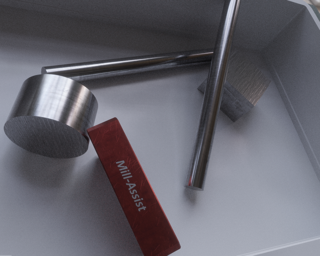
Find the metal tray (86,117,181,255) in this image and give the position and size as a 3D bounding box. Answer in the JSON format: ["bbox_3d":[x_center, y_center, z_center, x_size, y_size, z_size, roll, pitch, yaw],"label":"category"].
[{"bbox_3d":[-0.028,0.064,0.308,0.030,0.090,0.130,-25,74,-12],"label":"metal tray"}]

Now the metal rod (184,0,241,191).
[{"bbox_3d":[0.078,-0.062,0.434,0.025,0.025,0.299,21,70,-17],"label":"metal rod"}]

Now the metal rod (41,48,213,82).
[{"bbox_3d":[-0.017,-0.094,0.455,0.303,0.025,0.025,-16,70,-35],"label":"metal rod"}]

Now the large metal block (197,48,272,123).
[{"bbox_3d":[0.121,-0.070,0.500,0.080,0.050,0.080,43,51,1],"label":"large metal block"}]

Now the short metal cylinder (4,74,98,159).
[{"bbox_3d":[-0.109,-0.009,0.318,0.081,0.080,0.050,18,55,-18],"label":"short metal cylinder"}]
